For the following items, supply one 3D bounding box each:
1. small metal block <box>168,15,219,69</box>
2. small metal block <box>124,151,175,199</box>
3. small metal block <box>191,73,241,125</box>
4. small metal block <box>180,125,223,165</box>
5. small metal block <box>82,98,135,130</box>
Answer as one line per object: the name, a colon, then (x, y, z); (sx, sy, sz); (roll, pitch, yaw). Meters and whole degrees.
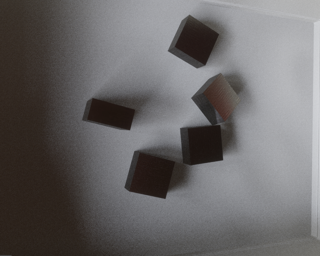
small metal block: (0.046, -0.118, 0.429); (0.050, 0.025, 0.050); (27, 81, -19)
small metal block: (-0.013, 0.061, 0.407); (0.050, 0.025, 0.050); (17, 84, -20)
small metal block: (0.079, -0.040, 0.433); (0.050, 0.025, 0.050); (51, 56, -12)
small metal block: (0.058, 0.023, 0.433); (0.050, 0.025, 0.050); (-6, 92, -20)
small metal block: (-0.063, -0.015, 0.375); (0.050, 0.050, 0.025); (15, 85, -20)
